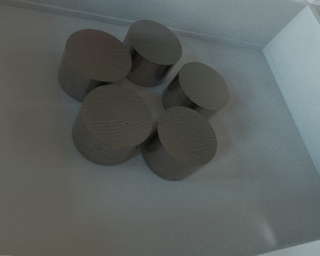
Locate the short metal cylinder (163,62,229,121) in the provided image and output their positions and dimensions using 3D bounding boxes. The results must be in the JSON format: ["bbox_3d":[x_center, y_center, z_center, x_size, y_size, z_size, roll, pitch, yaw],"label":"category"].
[{"bbox_3d":[0.051,-0.047,0.443,0.081,0.050,0.080,14,56,-21],"label":"short metal cylinder"}]

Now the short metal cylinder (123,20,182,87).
[{"bbox_3d":[-0.016,-0.107,0.443,0.081,0.050,0.080,14,56,-21],"label":"short metal cylinder"}]

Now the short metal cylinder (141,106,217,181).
[{"bbox_3d":[0.023,0.020,0.387,0.081,0.050,0.080,14,56,-21],"label":"short metal cylinder"}]

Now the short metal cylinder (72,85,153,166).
[{"bbox_3d":[-0.056,-0.003,0.359,0.081,0.050,0.080,14,56,-21],"label":"short metal cylinder"}]

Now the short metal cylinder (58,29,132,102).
[{"bbox_3d":[-0.082,-0.076,0.389,0.081,0.050,0.080,14,56,-21],"label":"short metal cylinder"}]
